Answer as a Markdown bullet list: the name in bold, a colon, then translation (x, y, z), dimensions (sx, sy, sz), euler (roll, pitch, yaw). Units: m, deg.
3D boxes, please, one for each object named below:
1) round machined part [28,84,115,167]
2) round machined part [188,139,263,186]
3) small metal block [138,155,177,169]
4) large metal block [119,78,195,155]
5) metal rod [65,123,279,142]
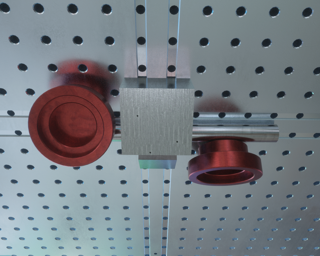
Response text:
- **round machined part**: translation (-0.103, -0.005, 0.378), dimensions (0.099, 0.042, 0.097), euler (0, 104, -1)
- **round machined part**: translation (0.087, 0.047, 0.425), dimensions (0.099, 0.042, 0.098), euler (0, 156, 0)
- **small metal block**: translation (-0.003, 0.039, 0.432), dimensions (0.050, 0.025, 0.050), euler (0, 159, -1)
- **large metal block**: translation (-0.004, -0.015, 0.368), dimensions (0.081, 0.050, 0.079), euler (0, 112, -1)
- **metal rod**: translation (0.006, 0.006, 0.418), dimensions (0.302, 0.025, 0.025), euler (0, 130, -1)
